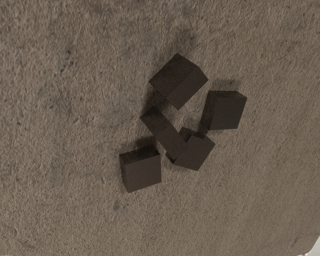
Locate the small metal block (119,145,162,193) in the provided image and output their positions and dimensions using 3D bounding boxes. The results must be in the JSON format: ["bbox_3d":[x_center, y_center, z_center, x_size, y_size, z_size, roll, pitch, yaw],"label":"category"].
[{"bbox_3d":[-0.026,0.057,0.429,0.050,0.025,0.050,-15,125,-20],"label":"small metal block"}]

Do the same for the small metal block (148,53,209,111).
[{"bbox_3d":[0.021,-0.056,0.369,0.050,0.050,0.025,-45,130,3],"label":"small metal block"}]

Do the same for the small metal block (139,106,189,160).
[{"bbox_3d":[0.005,0.006,0.399,0.025,0.050,0.050,-39,130,-2],"label":"small metal block"}]

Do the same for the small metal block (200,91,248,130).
[{"bbox_3d":[0.091,-0.025,0.443,0.050,0.025,0.050,-3,120,-27],"label":"small metal block"}]

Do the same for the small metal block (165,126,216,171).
[{"bbox_3d":[0.045,0.031,0.453,0.050,0.025,0.050,20,108,-36],"label":"small metal block"}]
